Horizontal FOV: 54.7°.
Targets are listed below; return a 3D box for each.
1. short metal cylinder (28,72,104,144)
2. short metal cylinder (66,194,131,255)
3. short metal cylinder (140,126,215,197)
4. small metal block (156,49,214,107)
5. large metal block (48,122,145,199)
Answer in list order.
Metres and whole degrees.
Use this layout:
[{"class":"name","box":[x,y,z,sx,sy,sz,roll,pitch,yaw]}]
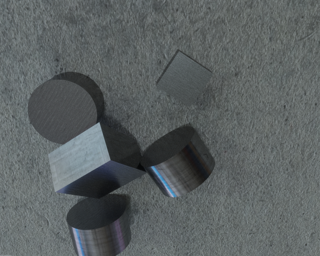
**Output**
[{"class":"short metal cylinder","box":[-0.114,-0.026,0.386,0.081,0.050,0.079,0,110,0]},{"class":"short metal cylinder","box":[-0.083,0.135,0.430,0.080,0.080,0.050,-6,110,2]},{"class":"short metal cylinder","box":[0.022,0.042,0.396,0.080,0.080,0.050,-31,107,11]},{"class":"small metal block","box":[0.030,-0.062,0.387,0.050,0.025,0.050,31,107,-11]},{"class":"large metal block","box":[-0.076,0.045,0.386,0.080,0.050,0.080,-30,151,16]}]
